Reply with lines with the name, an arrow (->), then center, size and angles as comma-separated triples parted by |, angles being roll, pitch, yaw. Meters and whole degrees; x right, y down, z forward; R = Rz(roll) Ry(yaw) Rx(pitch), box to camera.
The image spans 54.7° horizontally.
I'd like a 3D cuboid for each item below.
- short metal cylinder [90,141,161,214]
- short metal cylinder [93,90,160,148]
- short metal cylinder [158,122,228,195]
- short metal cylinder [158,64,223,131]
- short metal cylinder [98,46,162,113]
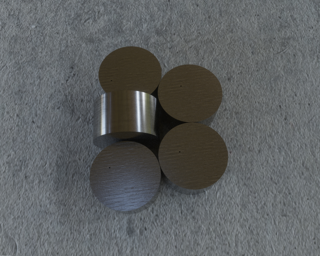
short metal cylinder -> -0.039, 0.061, 0.373 | 0.080, 0.050, 0.080 | 0, 70, 1
short metal cylinder -> -0.041, -0.006, 0.382 | 0.081, 0.080, 0.050 | -3, 70, -1
short metal cylinder -> 0.039, 0.039, 0.381 | 0.080, 0.050, 0.080 | 0, 70, 1
short metal cylinder -> 0.038, -0.036, 0.409 | 0.081, 0.050, 0.080 | 0, 71, 0
short metal cylinder -> -0.038, -0.062, 0.418 | 0.080, 0.050, 0.080 | 0, 70, 1
